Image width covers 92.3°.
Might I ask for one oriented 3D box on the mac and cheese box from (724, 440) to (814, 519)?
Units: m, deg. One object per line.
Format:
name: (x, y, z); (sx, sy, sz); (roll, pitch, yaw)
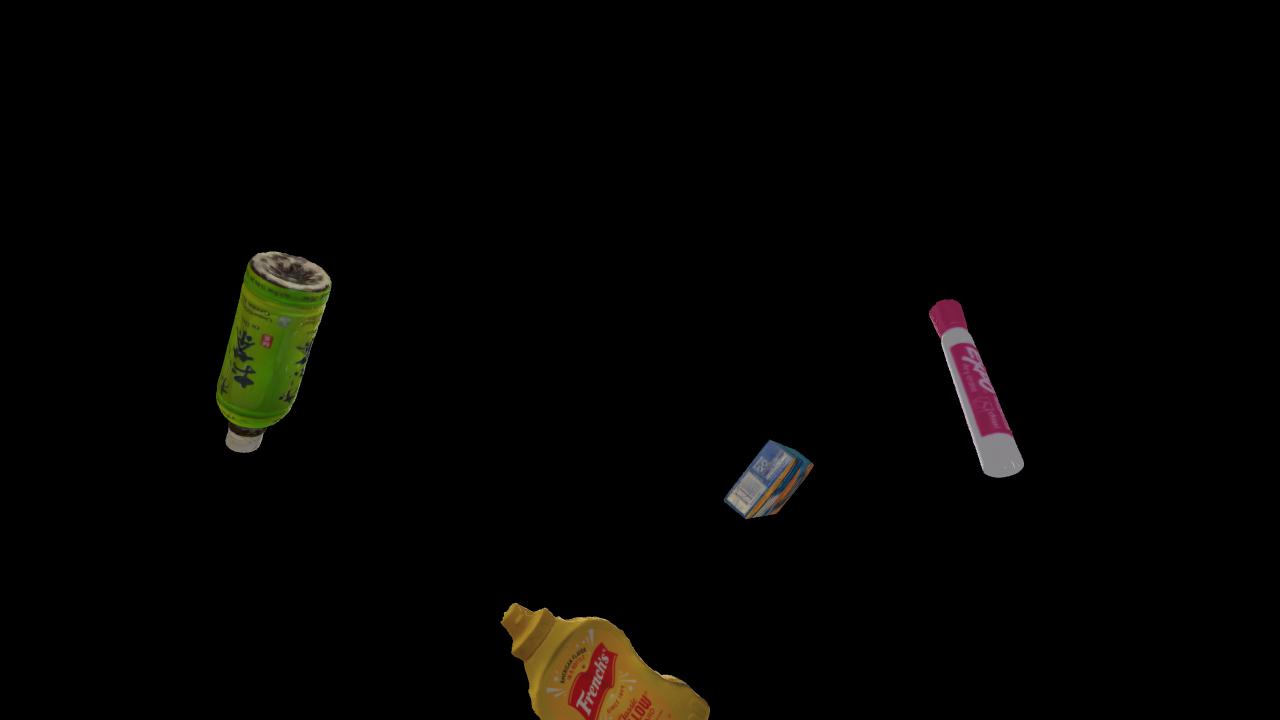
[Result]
mac and cheese box: (0.169, 0.154, 0.784); (0.041, 0.093, 0.184); (38, 5, 25)

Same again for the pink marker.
pink marker: (0.186, 0.010, 0.348); (0.020, 0.121, 0.020); (3, -42, 3)

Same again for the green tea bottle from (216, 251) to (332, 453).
green tea bottle: (-0.361, 0.001, 0.595); (0.073, 0.212, 0.073); (24, 25, -12)

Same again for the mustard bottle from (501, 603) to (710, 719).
mustard bottle: (-0.038, 0.262, 0.498); (0.184, 0.092, 0.054); (40, -21, 1)
